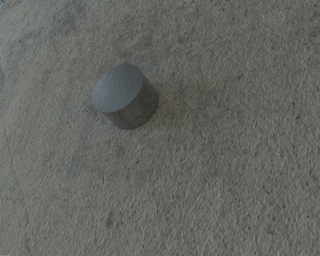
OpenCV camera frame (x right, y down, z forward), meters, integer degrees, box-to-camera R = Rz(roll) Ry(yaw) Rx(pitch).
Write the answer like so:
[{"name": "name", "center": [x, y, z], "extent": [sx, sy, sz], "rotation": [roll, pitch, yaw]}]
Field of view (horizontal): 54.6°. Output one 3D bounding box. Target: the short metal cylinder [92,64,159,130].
[{"name": "short metal cylinder", "center": [-0.048, -0.044, 0.441], "extent": [0.080, 0.050, 0.080], "rotation": [-13, 56, 21]}]
